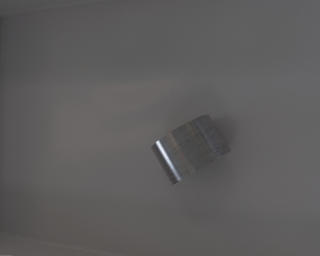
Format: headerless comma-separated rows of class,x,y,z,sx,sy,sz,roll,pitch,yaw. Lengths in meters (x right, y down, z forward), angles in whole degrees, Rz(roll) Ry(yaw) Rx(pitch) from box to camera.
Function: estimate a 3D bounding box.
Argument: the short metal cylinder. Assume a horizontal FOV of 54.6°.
short metal cylinder,0.037,0.026,0.369,0.080,0.080,0.050,-33,79,17
